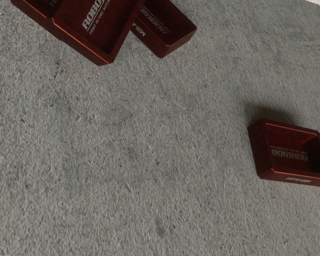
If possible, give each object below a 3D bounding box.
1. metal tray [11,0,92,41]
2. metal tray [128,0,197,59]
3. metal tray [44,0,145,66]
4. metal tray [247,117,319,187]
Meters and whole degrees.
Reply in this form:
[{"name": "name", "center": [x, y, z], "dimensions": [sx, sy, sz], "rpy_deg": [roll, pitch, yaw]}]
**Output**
[{"name": "metal tray", "center": [-0.127, -0.194, 0.428], "dimensions": [0.090, 0.030, 0.130], "rpy_deg": [38, 66, -3]}, {"name": "metal tray", "center": [-0.013, -0.182, 0.503], "dimensions": [0.130, 0.030, 0.090], "rpy_deg": [45, 51, 3]}, {"name": "metal tray", "center": [-0.078, -0.159, 0.405], "dimensions": [0.090, 0.030, 0.130], "rpy_deg": [34, 71, -35]}, {"name": "metal tray", "center": [0.206, 0.039, 0.486], "dimensions": [0.131, 0.030, 0.090], "rpy_deg": [10, 57, -23]}]
